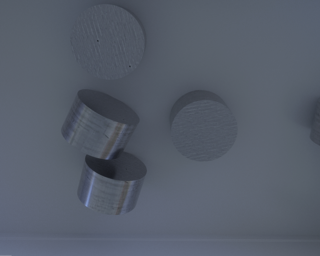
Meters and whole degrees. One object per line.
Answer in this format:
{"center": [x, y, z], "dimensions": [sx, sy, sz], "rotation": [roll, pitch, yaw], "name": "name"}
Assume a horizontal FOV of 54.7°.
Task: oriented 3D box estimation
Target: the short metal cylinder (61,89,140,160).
{"center": [-0.072, -0.006, 0.379], "dimensions": [0.080, 0.080, 0.050], "rotation": [26, 108, -10], "name": "short metal cylinder"}

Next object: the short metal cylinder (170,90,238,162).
{"center": [0.053, -0.004, 0.397], "dimensions": [0.081, 0.050, 0.079], "rotation": [0, 110, 0], "name": "short metal cylinder"}

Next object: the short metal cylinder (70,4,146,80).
{"center": [-0.057, -0.101, 0.360], "dimensions": [0.081, 0.050, 0.079], "rotation": [0, 110, 0], "name": "short metal cylinder"}

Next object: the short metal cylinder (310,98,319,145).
{"center": [0.233, -0.005, 0.382], "dimensions": [0.081, 0.080, 0.050], "rotation": [2, 110, -1], "name": "short metal cylinder"}

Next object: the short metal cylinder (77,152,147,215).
{"center": [-0.063, 0.068, 0.406], "dimensions": [0.080, 0.080, 0.050], "rotation": [16, 109, -6], "name": "short metal cylinder"}
